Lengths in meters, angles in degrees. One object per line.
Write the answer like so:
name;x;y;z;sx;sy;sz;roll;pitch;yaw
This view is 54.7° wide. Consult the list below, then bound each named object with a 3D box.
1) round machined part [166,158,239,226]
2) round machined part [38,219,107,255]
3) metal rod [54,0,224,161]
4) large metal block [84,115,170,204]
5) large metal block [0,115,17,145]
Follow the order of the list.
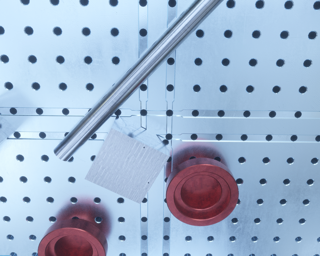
round machined part;0.057;0.085;0.436;0.099;0.042;0.097;0;110;0
round machined part;-0.128;0.178;0.469;0.099;0.042;0.097;0;110;0
metal rod;-0.030;-0.065;0.389;0.025;0.025;0.299;43;104;-14
large metal block;-0.042;0.042;0.415;0.080;0.050;0.080;27;108;-10
large metal block;-0.244;0.023;0.390;0.080;0.080;0.050;-40;106;13
